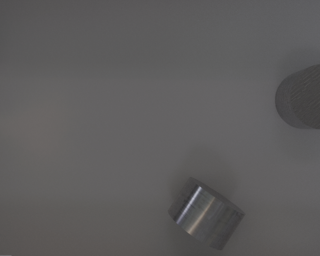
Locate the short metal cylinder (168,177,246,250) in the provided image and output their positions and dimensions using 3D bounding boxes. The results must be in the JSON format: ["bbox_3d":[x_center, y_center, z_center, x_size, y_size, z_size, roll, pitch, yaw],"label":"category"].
[{"bbox_3d":[0.057,0.104,0.384,0.080,0.080,0.050,33,90,0],"label":"short metal cylinder"}]

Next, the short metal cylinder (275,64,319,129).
[{"bbox_3d":[0.198,-0.038,0.400,0.081,0.050,0.080,0,90,0],"label":"short metal cylinder"}]
